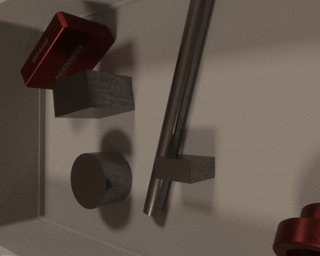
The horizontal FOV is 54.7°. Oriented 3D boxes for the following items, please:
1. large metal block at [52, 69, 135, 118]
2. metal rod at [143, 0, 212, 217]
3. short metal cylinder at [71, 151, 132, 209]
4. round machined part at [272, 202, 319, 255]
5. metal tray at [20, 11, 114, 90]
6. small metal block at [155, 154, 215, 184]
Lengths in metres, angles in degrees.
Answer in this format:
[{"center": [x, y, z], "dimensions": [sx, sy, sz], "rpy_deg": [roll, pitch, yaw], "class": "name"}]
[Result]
[{"center": [-0.095, -0.045, 0.447], "dimensions": [0.080, 0.081, 0.050], "rpy_deg": [-10, 84, 39], "class": "large metal block"}, {"center": [0.022, -0.031, 0.386], "dimensions": [0.025, 0.025, 0.298], "rpy_deg": [20, 103, 38], "class": "metal rod"}, {"center": [-0.088, 0.075, 0.460], "dimensions": [0.080, 0.050, 0.079], "rpy_deg": [0, 90, 39], "class": "short metal cylinder"}, {"center": [0.147, 0.095, 0.251], "dimensions": [0.098, 0.098, 0.042], "rpy_deg": [3, 54, 39], "class": "round machined part"}, {"center": [-0.144, -0.111, 0.480], "dimensions": [0.129, 0.091, 0.030], "rpy_deg": [-41, 65, 32], "class": "metal tray"}, {"center": [0.030, 0.047, 0.364], "dimensions": [0.050, 0.050, 0.025], "rpy_deg": [1, 91, 39], "class": "small metal block"}]
